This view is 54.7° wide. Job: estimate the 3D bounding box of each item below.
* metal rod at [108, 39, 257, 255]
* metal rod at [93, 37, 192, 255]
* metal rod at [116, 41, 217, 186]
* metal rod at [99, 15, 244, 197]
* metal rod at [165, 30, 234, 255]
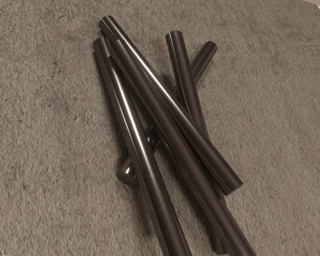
[{"bbox_3d":[0.019,0.020,0.367,0.025,0.025,0.299,-22,75,-36],"label":"metal rod"},{"bbox_3d":[-0.032,0.003,0.359,0.025,0.025,0.299,-3,55,-30],"label":"metal rod"},{"bbox_3d":[0.025,-0.041,0.443,0.025,0.025,0.301,36,51,-5],"label":"metal rod"},{"bbox_3d":[0.003,-0.043,0.403,0.025,0.025,0.299,-20,63,-36],"label":"metal rod"},{"bbox_3d":[0.049,0.005,0.405,0.025,0.025,0.299,-2,70,-29],"label":"metal rod"}]
